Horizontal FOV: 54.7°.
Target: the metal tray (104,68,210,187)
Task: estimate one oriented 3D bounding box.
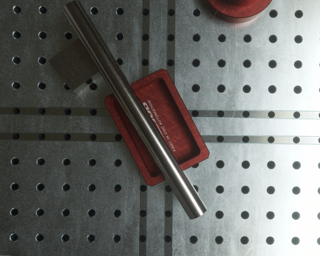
[{"bbox_3d":[-0.004,-0.001,0.410,0.090,0.030,0.130,-27,90,0],"label":"metal tray"}]

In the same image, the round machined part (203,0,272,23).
[{"bbox_3d":[0.105,-0.193,0.405,0.099,0.042,0.097,0,90,0],"label":"round machined part"}]

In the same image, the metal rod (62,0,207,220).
[{"bbox_3d":[-0.031,-0.022,0.382,0.025,0.025,0.299,-32,90,0],"label":"metal rod"}]

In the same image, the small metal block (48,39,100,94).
[{"bbox_3d":[-0.109,-0.082,0.412,0.050,0.025,0.050,-38,90,0],"label":"small metal block"}]
